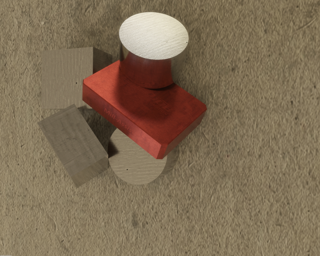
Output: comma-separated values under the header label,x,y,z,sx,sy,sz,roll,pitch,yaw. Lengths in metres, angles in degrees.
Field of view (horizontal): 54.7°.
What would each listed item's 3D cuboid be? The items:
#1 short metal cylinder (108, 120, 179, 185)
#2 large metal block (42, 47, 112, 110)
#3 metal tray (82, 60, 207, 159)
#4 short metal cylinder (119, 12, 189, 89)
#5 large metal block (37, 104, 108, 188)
label,x,y,z,sx,sy,sz,roll,pitch,yaw
short metal cylinder,-0.020,0.030,0.405,0.080,0.050,0.080,0,90,20
large metal block,-0.116,-0.066,0.436,0.080,0.050,0.080,1,90,20
metal tray,-0.020,-0.032,0.384,0.130,0.091,0.030,37,142,16
short metal cylinder,-0.009,-0.095,0.379,0.081,0.050,0.080,3,57,-5
large metal block,-0.113,0.027,0.413,0.050,0.080,0.080,-32,78,-19
